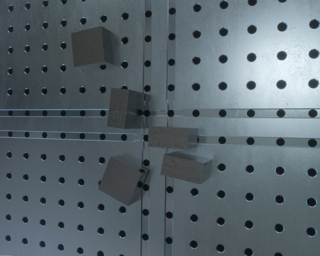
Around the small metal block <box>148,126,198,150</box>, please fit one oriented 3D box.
[{"bbox_3d":[0.018,0.012,0.393,0.050,0.050,0.025,3,91,20],"label":"small metal block"}]

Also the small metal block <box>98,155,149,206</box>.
[{"bbox_3d":[-0.051,0.072,0.431,0.050,0.025,0.050,25,98,18],"label":"small metal block"}]

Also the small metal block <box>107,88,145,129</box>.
[{"bbox_3d":[-0.045,-0.025,0.416,0.025,0.050,0.050,8,93,20],"label":"small metal block"}]

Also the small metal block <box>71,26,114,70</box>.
[{"bbox_3d":[-0.098,-0.114,0.448,0.050,0.025,0.050,-6,88,20],"label":"small metal block"}]

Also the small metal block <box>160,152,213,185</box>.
[{"bbox_3d":[0.034,0.048,0.387,0.050,0.050,0.025,11,94,20],"label":"small metal block"}]
